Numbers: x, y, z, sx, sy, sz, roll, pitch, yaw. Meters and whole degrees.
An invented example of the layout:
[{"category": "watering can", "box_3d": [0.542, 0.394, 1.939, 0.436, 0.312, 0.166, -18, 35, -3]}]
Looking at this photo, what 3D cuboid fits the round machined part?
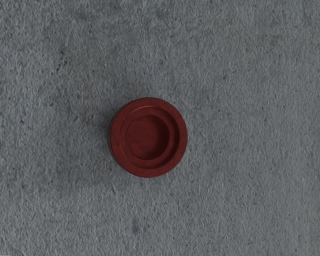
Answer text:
[{"category": "round machined part", "box_3d": [-0.018, 0.011, 0.393, 0.099, 0.042, 0.097, 0, 90, -20]}]
